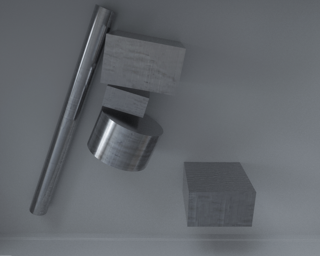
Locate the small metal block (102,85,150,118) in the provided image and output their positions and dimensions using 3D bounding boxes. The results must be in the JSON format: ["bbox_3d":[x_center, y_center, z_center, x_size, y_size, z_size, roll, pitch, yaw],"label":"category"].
[{"bbox_3d":[-0.040,-0.039,0.383,0.050,0.050,0.025,17,109,-7],"label":"small metal block"}]

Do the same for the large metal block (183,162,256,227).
[{"bbox_3d":[0.074,0.086,0.415,0.081,0.080,0.050,0,110,-1],"label":"large metal block"}]

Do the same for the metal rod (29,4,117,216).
[{"bbox_3d":[-0.120,-0.009,0.406,0.025,0.025,0.298,21,109,-8],"label":"metal rod"}]

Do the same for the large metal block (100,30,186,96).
[{"bbox_3d":[-0.018,-0.077,0.353,0.081,0.080,0.050,10,110,-4],"label":"large metal block"}]

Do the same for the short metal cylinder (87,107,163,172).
[{"bbox_3d":[-0.043,0.010,0.385,0.080,0.080,0.050,23,108,-9],"label":"short metal cylinder"}]
